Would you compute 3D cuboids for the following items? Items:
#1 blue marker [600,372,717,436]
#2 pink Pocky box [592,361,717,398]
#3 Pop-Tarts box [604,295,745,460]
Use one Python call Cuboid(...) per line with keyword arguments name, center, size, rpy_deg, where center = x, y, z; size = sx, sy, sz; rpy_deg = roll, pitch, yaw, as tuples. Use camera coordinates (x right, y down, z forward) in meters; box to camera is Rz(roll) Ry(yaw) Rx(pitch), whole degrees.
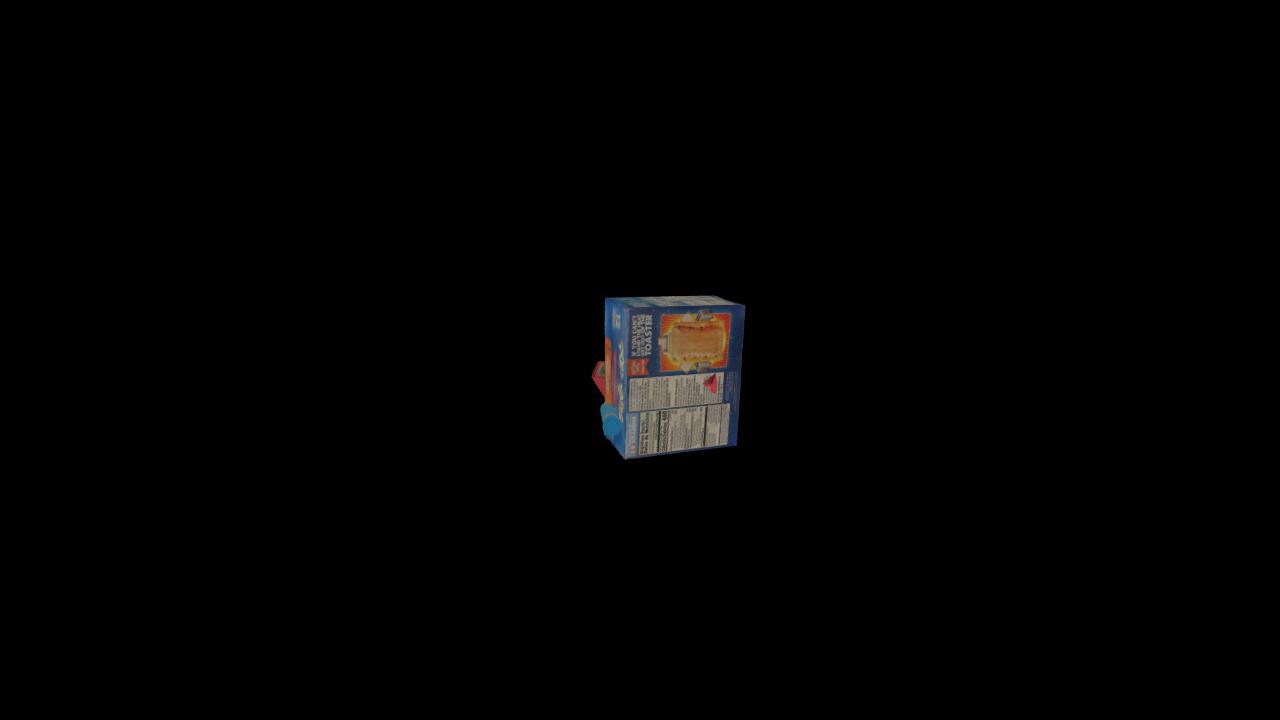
Cuboid(name="blue marker", center=(-0.032, 0.062, 0.654), size=(0.020, 0.020, 0.121), rpy_deg=(0, 4, -5))
Cuboid(name="pink Pocky box", center=(0.026, 0.038, 0.736), size=(0.155, 0.029, 0.084), rpy_deg=(3, -36, 25))
Cuboid(name="Pop-Tarts box", center=(0.036, 0.014, 0.702), size=(0.141, 0.167, 0.083), rpy_deg=(-4, 13, -21))
